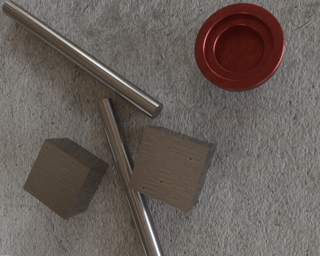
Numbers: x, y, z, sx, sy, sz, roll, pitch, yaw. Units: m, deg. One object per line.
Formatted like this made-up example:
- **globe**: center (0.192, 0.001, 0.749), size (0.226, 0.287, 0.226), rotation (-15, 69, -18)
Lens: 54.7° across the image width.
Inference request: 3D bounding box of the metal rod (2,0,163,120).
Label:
- **metal rod**: center (-0.121, -0.106, 0.450), size (0.300, 0.025, 0.025), rotation (36, 101, 16)

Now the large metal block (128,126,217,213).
- **large metal block**: center (0.016, 0.048, 0.389), size (0.080, 0.050, 0.080), rotation (19, 96, 18)

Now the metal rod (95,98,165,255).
- **metal rod**: center (-0.030, 0.103, 0.418), size (0.025, 0.025, 0.299), rotation (-21, 83, 18)

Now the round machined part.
- **round machined part**: center (0.094, -0.091, 0.367), size (0.098, 0.042, 0.097), rotation (0, 90, 19)

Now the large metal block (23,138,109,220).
- **large metal block**: center (-0.133, 0.069, 0.441), size (0.080, 0.050, 0.080), rotation (30, 100, 17)
